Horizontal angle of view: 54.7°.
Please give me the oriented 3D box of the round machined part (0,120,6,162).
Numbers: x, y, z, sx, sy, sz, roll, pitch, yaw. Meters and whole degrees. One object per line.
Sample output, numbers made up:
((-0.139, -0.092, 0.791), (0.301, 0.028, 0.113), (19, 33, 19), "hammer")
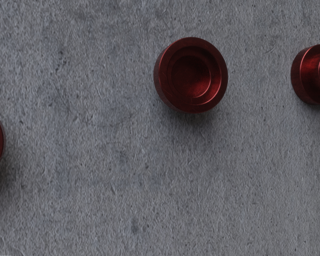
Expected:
((-0.214, 0.014, 0.321), (0.099, 0.042, 0.097), (0, 90, -20), "round machined part")

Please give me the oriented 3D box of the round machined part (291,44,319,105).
((0.264, -0.086, 0.497), (0.099, 0.042, 0.097), (0, 90, -20), "round machined part")

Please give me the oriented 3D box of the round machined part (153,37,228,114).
((0.038, -0.067, 0.413), (0.099, 0.042, 0.097), (0, 90, -20), "round machined part")
